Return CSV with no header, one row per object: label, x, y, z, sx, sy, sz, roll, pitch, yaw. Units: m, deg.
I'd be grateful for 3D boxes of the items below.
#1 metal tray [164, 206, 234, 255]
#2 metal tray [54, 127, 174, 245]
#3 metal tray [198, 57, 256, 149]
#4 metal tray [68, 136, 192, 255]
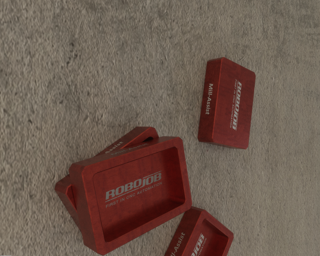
metal tray,0.049,0.191,0.442,0.090,0.030,0.130,44,64,-31
metal tray,-0.043,0.067,0.364,0.131,0.030,0.090,-37,113,-34
metal tray,0.108,-0.036,0.492,0.091,0.030,0.129,13,82,-39
metal tray,-0.025,0.066,0.340,0.131,0.030,0.089,-15,100,-39
